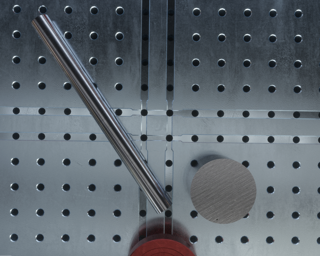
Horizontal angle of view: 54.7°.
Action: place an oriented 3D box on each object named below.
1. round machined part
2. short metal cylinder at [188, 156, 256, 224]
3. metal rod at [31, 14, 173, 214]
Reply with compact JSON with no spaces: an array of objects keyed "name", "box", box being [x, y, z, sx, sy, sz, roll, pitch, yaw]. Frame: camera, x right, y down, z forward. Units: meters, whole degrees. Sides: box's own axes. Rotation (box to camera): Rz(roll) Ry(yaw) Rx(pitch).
[{"name":"round machined part","box":[0.003,0.186,0.405,0.099,0.042,0.097,0,90,0]},{"name":"short metal cylinder","box":[0.077,0.077,0.401,0.081,0.050,0.079,0,90,0]},{"name":"metal rod","box":[-0.076,-0.018,0.412,0.025,0.025,0.299,-34,90,0]}]
